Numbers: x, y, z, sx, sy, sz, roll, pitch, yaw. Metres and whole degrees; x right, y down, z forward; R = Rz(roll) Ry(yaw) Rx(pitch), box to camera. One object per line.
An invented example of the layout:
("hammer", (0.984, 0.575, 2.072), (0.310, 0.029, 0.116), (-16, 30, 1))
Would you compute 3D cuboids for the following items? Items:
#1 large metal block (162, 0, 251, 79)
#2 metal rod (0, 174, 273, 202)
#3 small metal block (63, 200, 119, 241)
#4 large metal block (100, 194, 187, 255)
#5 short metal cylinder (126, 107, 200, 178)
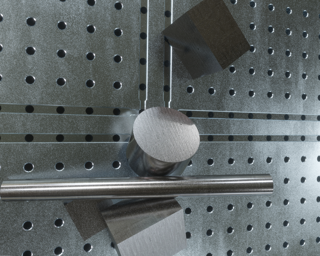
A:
("large metal block", (0.058, -0.116, 0.406), (0.050, 0.080, 0.080), (-39, 103, -16))
("metal rod", (-0.024, 0.068, 0.355), (0.302, 0.025, 0.025), (-1, 91, -2))
("small metal block", (-0.084, 0.101, 0.383), (0.050, 0.025, 0.050), (-28, 100, -18))
("large metal block", (-0.017, 0.124, 0.376), (0.081, 0.050, 0.080), (-24, 131, -19))
("short metal cylinder", (0.002, 0.020, 0.381), (0.081, 0.050, 0.080), (9, 51, -11))
